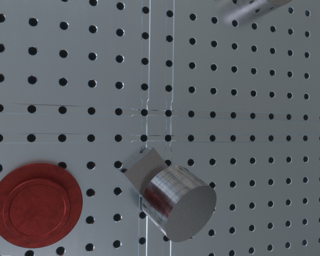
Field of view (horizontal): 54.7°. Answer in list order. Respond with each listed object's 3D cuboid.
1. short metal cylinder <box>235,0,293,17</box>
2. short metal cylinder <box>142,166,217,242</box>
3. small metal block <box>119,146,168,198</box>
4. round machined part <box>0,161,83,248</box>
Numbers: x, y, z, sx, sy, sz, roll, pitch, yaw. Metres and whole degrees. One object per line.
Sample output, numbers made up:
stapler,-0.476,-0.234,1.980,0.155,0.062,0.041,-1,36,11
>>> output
short metal cylinder,0.155,-0.212,0.456,0.081,0.050,0.080,0,90,-20
short metal cylinder,0.024,0.095,0.391,0.081,0.050,0.079,-19,123,-31
small metal block,-0.016,0.060,0.407,0.050,0.025,0.050,-40,103,-16
round machined part,-0.139,0.088,0.353,0.099,0.042,0.097,0,90,-20
